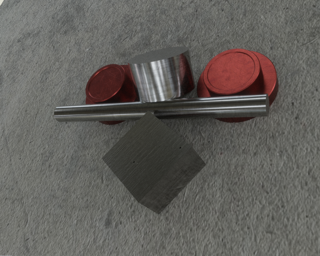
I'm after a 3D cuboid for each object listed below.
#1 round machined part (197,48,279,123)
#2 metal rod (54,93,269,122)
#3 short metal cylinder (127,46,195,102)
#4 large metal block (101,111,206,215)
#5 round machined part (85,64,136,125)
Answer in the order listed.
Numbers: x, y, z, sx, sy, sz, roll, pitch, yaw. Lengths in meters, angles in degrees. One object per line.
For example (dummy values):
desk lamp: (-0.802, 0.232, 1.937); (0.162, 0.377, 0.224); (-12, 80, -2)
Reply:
round machined part: (0.092, -0.058, 0.382); (0.098, 0.042, 0.098); (-13, 56, 21)
metal rod: (-0.018, -0.023, 0.401); (0.300, 0.025, 0.025); (-1, 61, 27)
short metal cylinder: (0.003, -0.072, 0.408); (0.080, 0.050, 0.080); (-11, 23, 5)
large metal block: (-0.008, 0.039, 0.366); (0.080, 0.050, 0.080); (-46, 51, -4)
round machined part: (-0.072, -0.057, 0.466); (0.098, 0.042, 0.098); (-13, 56, 21)
